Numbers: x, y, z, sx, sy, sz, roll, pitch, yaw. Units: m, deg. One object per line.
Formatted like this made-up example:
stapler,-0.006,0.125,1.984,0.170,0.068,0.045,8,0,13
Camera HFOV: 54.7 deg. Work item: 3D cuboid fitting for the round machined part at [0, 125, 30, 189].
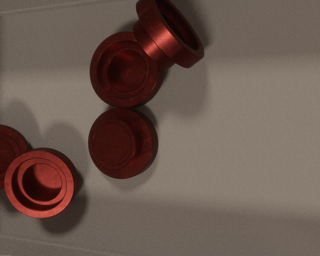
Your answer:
round machined part,-0.250,0.043,0.471,0.099,0.042,0.097,0,90,-16

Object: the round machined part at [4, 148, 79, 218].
round machined part,-0.166,0.076,0.448,0.099,0.042,0.097,0,97,1

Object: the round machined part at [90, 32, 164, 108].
round machined part,-0.040,-0.075,0.415,0.098,0.042,0.097,0,90,19

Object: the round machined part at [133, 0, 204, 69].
round machined part,0.006,-0.111,0.370,0.042,0.099,0.098,-35,79,27

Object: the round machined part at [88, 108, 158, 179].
round machined part,-0.056,0.021,0.420,0.098,0.042,0.097,0,90,19
